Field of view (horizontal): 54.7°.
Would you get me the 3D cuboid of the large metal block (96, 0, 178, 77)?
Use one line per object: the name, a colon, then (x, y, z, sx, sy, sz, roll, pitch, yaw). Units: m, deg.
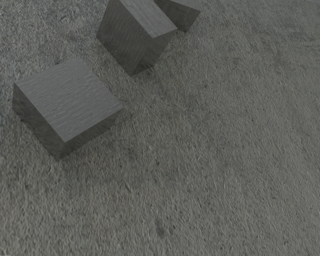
large metal block: (-0.035, -0.133, 0.430, 0.050, 0.080, 0.080, -34, 81, -38)

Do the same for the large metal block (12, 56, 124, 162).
large metal block: (-0.103, -0.023, 0.346, 0.080, 0.050, 0.081, 49, 51, 6)

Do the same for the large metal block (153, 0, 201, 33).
large metal block: (0.019, -0.221, 0.532, 0.081, 0.050, 0.080, 10, 58, -23)
